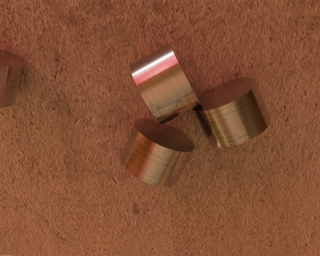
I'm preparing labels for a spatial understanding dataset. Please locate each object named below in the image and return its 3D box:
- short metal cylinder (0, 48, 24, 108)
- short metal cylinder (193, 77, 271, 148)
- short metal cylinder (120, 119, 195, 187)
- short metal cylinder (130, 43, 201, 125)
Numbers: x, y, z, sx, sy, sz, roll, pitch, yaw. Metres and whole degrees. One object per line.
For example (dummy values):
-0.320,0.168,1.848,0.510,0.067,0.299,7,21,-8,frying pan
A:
-0.205,-0.062,0.356,0.080,0.080,0.050,19,109,-7,short metal cylinder
0.085,-0.020,0.374,0.080,0.080,0.050,-25,108,9,short metal cylinder
-0.003,0.030,0.391,0.080,0.080,0.050,21,109,-8,short metal cylinder
0.007,-0.051,0.362,0.050,0.080,0.080,-27,108,9,short metal cylinder
